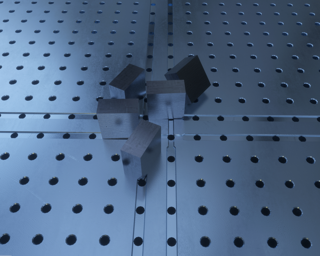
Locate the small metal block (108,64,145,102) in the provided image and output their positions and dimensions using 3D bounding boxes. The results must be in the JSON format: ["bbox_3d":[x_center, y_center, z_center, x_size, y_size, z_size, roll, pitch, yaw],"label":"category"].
[{"bbox_3d":[-0.044,-0.053,0.436,0.025,0.050,0.050,24,54,19],"label":"small metal block"}]

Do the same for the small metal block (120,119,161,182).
[{"bbox_3d":[-0.021,0.027,0.369,0.025,0.050,0.050,21,53,17],"label":"small metal block"}]

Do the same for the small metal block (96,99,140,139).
[{"bbox_3d":[-0.052,-0.011,0.401,0.050,0.050,0.025,-1,50,-1],"label":"small metal block"}]

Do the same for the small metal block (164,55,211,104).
[{"bbox_3d":[0.041,-0.069,0.447,0.025,0.050,0.050,1,38,50],"label":"small metal block"}]

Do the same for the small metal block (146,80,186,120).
[{"bbox_3d":[0.008,-0.038,0.424,0.050,0.050,0.025,-2,51,-2],"label":"small metal block"}]
